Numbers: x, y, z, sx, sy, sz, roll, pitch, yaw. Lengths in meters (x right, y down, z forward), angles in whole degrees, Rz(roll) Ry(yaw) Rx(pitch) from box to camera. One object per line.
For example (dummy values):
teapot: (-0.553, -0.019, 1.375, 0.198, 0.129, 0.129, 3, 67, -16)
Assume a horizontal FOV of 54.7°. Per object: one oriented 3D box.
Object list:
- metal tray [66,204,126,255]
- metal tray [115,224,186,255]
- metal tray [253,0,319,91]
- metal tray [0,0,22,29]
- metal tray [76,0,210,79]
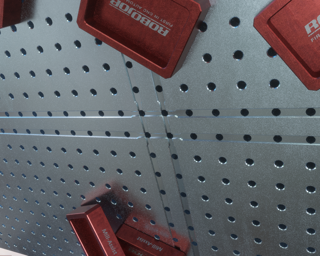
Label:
metal tray: (-0.113, 0.205, 0.561, 0.090, 0.030, 0.129, -23, 94, 49)
metal tray: (-0.024, 0.239, 0.566, 0.130, 0.030, 0.089, 21, 126, 15)
metal tray: (0.159, -0.103, 0.260, 0.090, 0.030, 0.129, 47, 129, -6)
metal tray: (-0.244, -0.204, 0.408, 0.130, 0.030, 0.089, 33, 129, 6)
metal tray: (-0.023, -0.125, 0.341, 0.130, 0.030, 0.089, 32, 128, 7)
